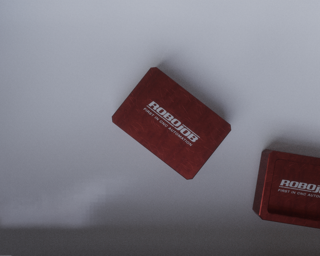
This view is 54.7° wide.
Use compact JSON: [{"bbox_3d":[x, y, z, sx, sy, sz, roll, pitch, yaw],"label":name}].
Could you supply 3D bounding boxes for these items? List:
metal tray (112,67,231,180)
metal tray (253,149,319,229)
[{"bbox_3d":[0.015,-0.006,0.409,0.130,0.030,0.090,38,90,0],"label":"metal tray"},{"bbox_3d":[0.197,0.082,0.410,0.131,0.030,0.089,9,90,0],"label":"metal tray"}]
